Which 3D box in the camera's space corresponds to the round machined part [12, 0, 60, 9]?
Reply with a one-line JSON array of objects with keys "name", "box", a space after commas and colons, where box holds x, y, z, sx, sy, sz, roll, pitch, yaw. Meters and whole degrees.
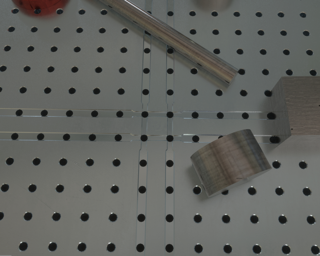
[{"name": "round machined part", "box": [-0.200, -0.241, 0.489, 0.099, 0.042, 0.098, 0, 70, 0]}]

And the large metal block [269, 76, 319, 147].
[{"name": "large metal block", "box": [0.197, -0.021, 0.407, 0.081, 0.050, 0.080, -1, 70, 0]}]

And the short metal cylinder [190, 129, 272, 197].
[{"name": "short metal cylinder", "box": [0.083, 0.043, 0.367, 0.080, 0.080, 0.050, -21, 72, -8]}]

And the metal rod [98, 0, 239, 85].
[{"name": "metal rod", "box": [-0.014, -0.157, 0.468, 0.300, 0.025, 0.025, 36, 74, 12]}]
